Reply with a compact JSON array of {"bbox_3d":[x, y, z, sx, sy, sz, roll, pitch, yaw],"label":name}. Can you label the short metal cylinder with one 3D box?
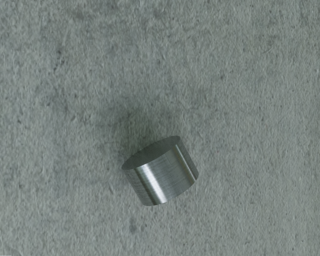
[{"bbox_3d":[0.000,0.051,0.381,0.080,0.080,0.050,-31,101,-18],"label":"short metal cylinder"}]
